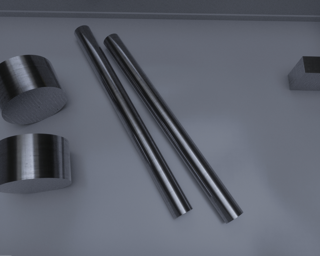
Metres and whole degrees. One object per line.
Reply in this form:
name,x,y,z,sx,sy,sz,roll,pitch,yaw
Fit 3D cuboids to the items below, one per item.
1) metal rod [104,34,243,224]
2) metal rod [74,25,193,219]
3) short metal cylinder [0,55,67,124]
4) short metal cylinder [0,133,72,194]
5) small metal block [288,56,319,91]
metal rod,0.009,-0.011,0.413,0.025,0.025,0.299,-31,73,-11
metal rod,-0.043,-0.020,0.416,0.025,0.025,0.299,-27,73,-10
short metal cylinder,-0.167,-0.047,0.396,0.080,0.080,0.050,-27,73,-10
short metal cylinder,-0.147,0.044,0.363,0.081,0.080,0.050,-8,71,-3
small metal block,0.212,-0.074,0.426,0.050,0.050,0.025,1,70,0
